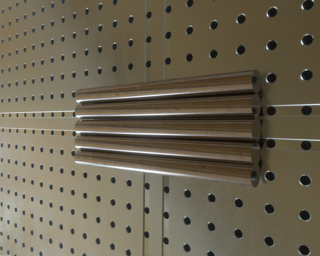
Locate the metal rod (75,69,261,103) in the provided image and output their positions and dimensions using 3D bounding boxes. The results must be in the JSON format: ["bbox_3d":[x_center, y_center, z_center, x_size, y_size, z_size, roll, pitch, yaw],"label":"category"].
[{"bbox_3d":[-0.015,-0.051,0.419,0.300,0.025,0.025,1,91,39],"label":"metal rod"}]

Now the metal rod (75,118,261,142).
[{"bbox_3d":[-0.015,0.000,0.419,0.300,0.025,0.025,1,91,39],"label":"metal rod"}]

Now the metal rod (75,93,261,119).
[{"bbox_3d":[-0.015,-0.025,0.420,0.300,0.025,0.025,1,91,39],"label":"metal rod"}]

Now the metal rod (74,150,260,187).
[{"bbox_3d":[-0.016,0.049,0.420,0.300,0.025,0.025,0,90,39],"label":"metal rod"}]

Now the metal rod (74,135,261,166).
[{"bbox_3d":[-0.015,0.025,0.420,0.300,0.025,0.025,1,91,39],"label":"metal rod"}]
